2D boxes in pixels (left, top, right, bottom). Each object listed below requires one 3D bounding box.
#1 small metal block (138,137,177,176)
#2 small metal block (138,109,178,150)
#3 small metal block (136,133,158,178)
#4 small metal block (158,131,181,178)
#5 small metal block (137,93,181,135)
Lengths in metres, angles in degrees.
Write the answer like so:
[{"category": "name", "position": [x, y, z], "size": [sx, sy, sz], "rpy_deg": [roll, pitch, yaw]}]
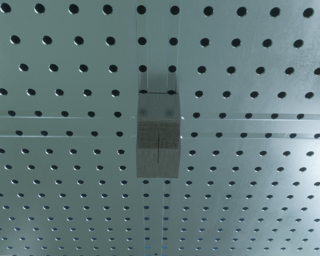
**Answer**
[{"category": "small metal block", "position": [-0.003, 0.039, 0.427], "size": [0.050, 0.050, 0.025], "rpy_deg": [1, 130, -1]}, {"category": "small metal block", "position": [-0.003, 0.002, 0.413], "size": [0.050, 0.025, 0.050], "rpy_deg": [2, 130, 0]}, {"category": "small metal block", "position": [-0.015, 0.026, 0.384], "size": [0.025, 0.050, 0.050], "rpy_deg": [1, 130, -1]}, {"category": "small metal block", "position": [0.011, 0.026, 0.385], "size": [0.025, 0.050, 0.050], "rpy_deg": [2, 130, 0]}, {"category": "small metal block", "position": [-0.001, -0.018, 0.379], "size": [0.050, 0.050, 0.025], "rpy_deg": [2, 130, -1]}]
